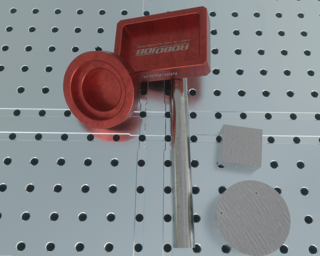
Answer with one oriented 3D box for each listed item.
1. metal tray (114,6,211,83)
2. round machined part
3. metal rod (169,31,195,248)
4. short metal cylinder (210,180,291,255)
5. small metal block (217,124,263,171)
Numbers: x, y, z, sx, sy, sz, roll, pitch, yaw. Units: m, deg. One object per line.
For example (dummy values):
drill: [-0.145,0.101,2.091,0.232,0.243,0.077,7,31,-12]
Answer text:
metal tray: [0.002,-0.113,0.428,0.130,0.030,0.090,-3,70,17]
round machined part: [-0.072,-0.051,0.403,0.098,0.042,0.097,5,106,17]
metal rod: [0.027,-0.001,0.412,0.025,0.025,0.299,-1,70,-1]
short metal cylinder: [0.102,0.105,0.361,0.081,0.050,0.080,0,70,-1]
small metal block: [0.104,0.026,0.404,0.050,0.025,0.050,8,70,2]
